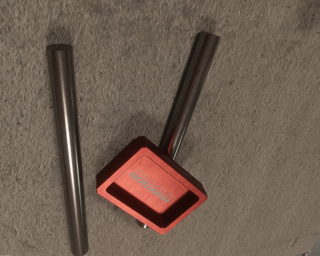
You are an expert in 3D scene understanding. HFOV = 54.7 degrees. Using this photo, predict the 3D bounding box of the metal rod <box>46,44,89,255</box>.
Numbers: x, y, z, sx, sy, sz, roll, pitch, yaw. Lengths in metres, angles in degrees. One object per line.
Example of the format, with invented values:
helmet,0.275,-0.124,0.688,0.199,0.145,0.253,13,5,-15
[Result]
metal rod,-0.108,0.049,0.378,0.025,0.025,0.298,-10,123,-23

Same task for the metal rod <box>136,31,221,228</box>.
metal rod,0.018,0.018,0.429,0.025,0.025,0.298,4,117,-31

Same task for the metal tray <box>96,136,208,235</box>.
metal tray,-0.010,0.082,0.423,0.090,0.030,0.130,-43,117,11
